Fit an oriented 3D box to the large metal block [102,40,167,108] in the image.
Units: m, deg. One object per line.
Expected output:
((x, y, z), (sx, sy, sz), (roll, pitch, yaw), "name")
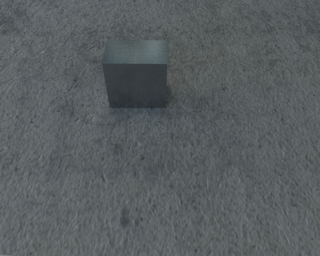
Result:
((-0.031, -0.073, 0.429), (0.081, 0.080, 0.050), (0, 50, 0), "large metal block")
